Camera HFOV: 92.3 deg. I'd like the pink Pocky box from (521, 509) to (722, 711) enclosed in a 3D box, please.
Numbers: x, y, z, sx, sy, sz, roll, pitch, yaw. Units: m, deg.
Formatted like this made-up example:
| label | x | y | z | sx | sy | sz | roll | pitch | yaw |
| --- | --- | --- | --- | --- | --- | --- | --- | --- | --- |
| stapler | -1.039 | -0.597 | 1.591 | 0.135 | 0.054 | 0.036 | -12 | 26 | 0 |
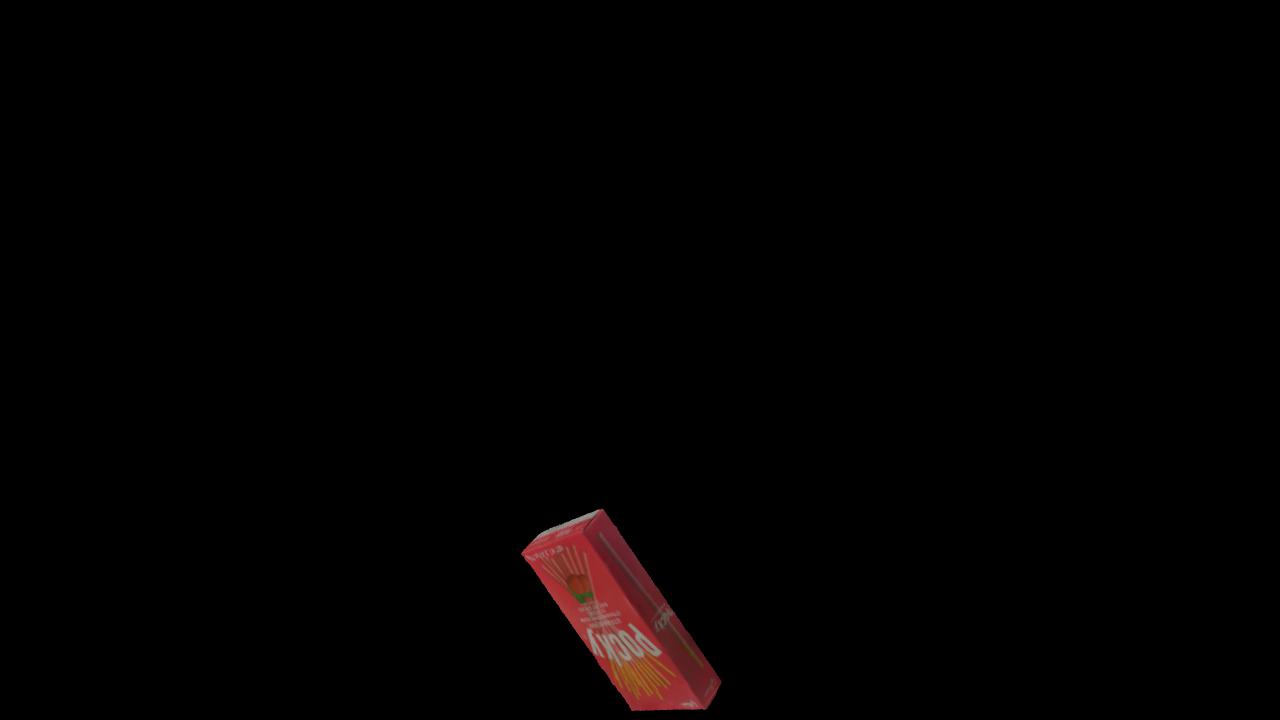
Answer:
| label | x | y | z | sx | sy | sz | roll | pitch | yaw |
| --- | --- | --- | --- | --- | --- | --- | --- | --- | --- |
| pink Pocky box | -0.016 | 0.188 | 0.453 | 0.084 | 0.155 | 0.029 | -32 | 4 | 42 |
